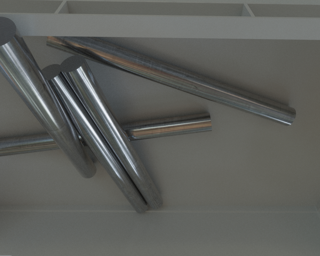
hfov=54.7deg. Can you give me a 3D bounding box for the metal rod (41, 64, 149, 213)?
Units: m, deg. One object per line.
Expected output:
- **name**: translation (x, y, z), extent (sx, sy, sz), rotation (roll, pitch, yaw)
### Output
- **metal rod**: translation (-0.069, 0.039, 0.411), extent (0.025, 0.025, 0.299), rotation (-12, 139, 9)

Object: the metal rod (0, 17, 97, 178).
- **metal rod**: translation (-0.105, 0.002, 0.329), extent (0.025, 0.025, 0.299), rotation (1, 156, -1)

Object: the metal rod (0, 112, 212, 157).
- **metal rod**: translation (-0.083, 0.010, 0.416), extent (0.302, 0.025, 0.025), rotation (-7, 130, 5)

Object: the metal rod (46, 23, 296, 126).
- **metal rod**: translation (0.026, -0.056, 0.361), extent (0.302, 0.025, 0.025), rotation (17, 128, -14)

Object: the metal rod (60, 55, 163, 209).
- **metal rod**: translation (-0.045, 0.031, 0.403), extent (0.025, 0.025, 0.299), rotation (-12, 139, 9)
